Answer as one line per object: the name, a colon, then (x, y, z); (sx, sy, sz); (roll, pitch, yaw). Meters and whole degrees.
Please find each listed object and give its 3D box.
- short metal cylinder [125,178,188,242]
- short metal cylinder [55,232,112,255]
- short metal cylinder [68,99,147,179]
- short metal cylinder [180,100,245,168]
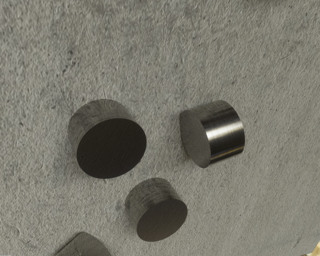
short metal cylinder: (-0.006, 0.121, 0.462); (0.081, 0.050, 0.079); (-14, 124, -21)
short metal cylinder: (-0.106, 0.196, 0.435); (0.050, 0.080, 0.080); (-42, 129, 1)
short metal cylinder: (-0.062, 0.012, 0.364); (0.081, 0.050, 0.079); (-14, 124, -21)
short metal cylinder: (0.067, 0.008, 0.413); (0.050, 0.080, 0.079); (-18, 126, -18)
